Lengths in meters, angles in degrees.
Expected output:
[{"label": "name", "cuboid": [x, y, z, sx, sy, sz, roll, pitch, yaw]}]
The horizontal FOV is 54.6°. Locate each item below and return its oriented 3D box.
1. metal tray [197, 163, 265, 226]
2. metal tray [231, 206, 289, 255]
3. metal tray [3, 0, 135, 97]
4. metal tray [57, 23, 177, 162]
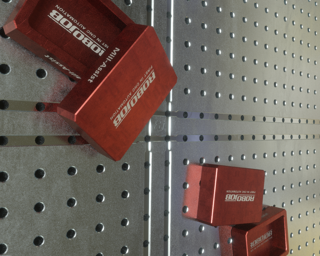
[{"label": "metal tray", "cuboid": [0.119, 0.108, 0.505, 0.131, 0.030, 0.090, 11, 83, -39]}, {"label": "metal tray", "cuboid": [0.184, 0.204, 0.558, 0.131, 0.030, 0.090, -10, 97, -39]}, {"label": "metal tray", "cuboid": [-0.081, -0.101, 0.331, 0.130, 0.030, 0.090, 35, 69, -39]}, {"label": "metal tray", "cuboid": [-0.039, -0.039, 0.343, 0.130, 0.030, 0.090, -55, 142, -18]}]
